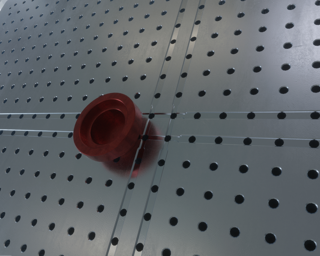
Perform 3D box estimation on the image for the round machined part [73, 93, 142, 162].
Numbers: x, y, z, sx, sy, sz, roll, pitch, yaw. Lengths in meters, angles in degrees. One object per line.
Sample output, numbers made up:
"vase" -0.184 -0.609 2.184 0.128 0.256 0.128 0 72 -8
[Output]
"round machined part" -0.068 0.003 0.433 0.098 0.042 0.098 -13 56 21
